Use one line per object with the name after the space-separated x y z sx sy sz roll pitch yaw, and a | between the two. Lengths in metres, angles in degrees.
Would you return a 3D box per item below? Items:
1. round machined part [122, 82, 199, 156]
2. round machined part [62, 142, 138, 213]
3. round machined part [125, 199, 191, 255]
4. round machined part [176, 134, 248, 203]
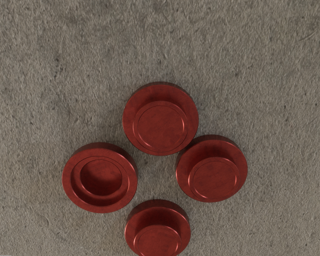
0.001 -0.008 0.398 0.099 0.042 0.097 0 110 0 | round machined part
-0.079 0.064 0.423 0.099 0.042 0.097 0 110 0 | round machined part
-0.003 0.159 0.459 0.099 0.042 0.097 0 110 0 | round machined part
0.071 0.061 0.424 0.099 0.042 0.097 0 110 0 | round machined part
